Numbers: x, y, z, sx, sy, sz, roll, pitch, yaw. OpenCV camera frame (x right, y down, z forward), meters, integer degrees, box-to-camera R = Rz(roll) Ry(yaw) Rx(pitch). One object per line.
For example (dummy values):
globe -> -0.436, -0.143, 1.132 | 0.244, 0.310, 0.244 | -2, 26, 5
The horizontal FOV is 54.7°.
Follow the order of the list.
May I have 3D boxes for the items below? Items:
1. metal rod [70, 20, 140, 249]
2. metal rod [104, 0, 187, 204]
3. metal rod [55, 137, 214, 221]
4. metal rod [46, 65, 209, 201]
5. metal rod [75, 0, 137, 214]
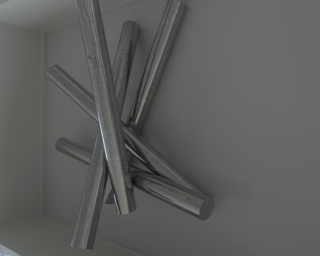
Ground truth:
metal rod -> -0.064, -0.006, 0.395 | 0.025, 0.025, 0.299 | -7, 66, 40
metal rod -> -0.029, -0.025, 0.430 | 0.025, 0.025, 0.298 | 33, 110, 35
metal rod -> -0.058, 0.055, 0.418 | 0.300, 0.025, 0.025 | 14, 99, 43
metal rod -> -0.054, 0.004, 0.417 | 0.300, 0.025, 0.025 | 40, 115, 21
metal rod -> -0.064, -0.046, 0.349 | 0.025, 0.025, 0.298 | 0, 104, 40
